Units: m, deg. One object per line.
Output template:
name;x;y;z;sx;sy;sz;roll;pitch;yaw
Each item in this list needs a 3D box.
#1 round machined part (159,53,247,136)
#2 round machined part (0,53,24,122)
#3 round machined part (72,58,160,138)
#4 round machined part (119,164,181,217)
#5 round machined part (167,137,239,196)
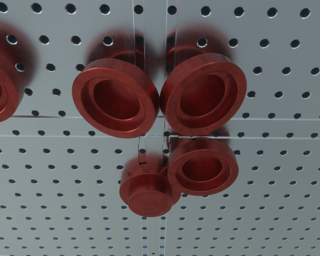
round machined part;0.045;-0.041;0.353;0.099;0.042;0.097;-14;133;-16
round machined part;-0.205;-0.055;0.351;0.099;0.042;0.097;-1;130;0
round machined part;-0.046;-0.037;0.357;0.098;0.042;0.097;11;134;12
round machined part;-0.015;0.104;0.489;0.099;0.042;0.097;-1;130;0
round machined part;0.059;0.051;0.445;0.099;0.042;0.097;-1;130;0
